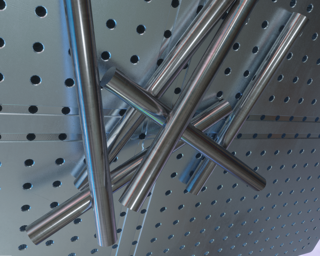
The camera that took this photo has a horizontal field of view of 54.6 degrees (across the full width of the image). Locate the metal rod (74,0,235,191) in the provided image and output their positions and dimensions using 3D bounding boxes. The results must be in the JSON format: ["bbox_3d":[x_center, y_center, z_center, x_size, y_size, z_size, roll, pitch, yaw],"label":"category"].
[{"bbox_3d":[-0.011,-0.041,0.378,0.025,0.025,0.299,31,101,-38],"label":"metal rod"}]

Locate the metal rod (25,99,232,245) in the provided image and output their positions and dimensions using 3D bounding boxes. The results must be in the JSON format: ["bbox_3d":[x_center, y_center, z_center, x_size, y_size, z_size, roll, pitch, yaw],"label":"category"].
[{"bbox_3d":[-0.027,0.047,0.402,0.301,0.025,0.025,-33,129,-16],"label":"metal rod"}]

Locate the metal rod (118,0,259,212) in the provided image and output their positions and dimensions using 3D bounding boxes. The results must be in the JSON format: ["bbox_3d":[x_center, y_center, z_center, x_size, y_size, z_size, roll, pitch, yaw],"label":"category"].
[{"bbox_3d":[0.041,-0.044,0.352,0.025,0.025,0.300,35,82,-39],"label":"metal rod"}]

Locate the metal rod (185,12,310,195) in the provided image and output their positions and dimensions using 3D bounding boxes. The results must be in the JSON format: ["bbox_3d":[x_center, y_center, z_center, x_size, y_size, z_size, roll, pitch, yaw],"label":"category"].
[{"bbox_3d":[0.121,-0.025,0.460,0.025,0.025,0.299,18,109,-35],"label":"metal rod"}]

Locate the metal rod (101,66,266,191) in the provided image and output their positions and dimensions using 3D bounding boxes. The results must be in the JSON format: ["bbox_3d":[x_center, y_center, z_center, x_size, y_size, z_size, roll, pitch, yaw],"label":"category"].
[{"bbox_3d":[0.051,0.017,0.404,0.301,0.025,0.025,34,99,-33],"label":"metal rod"}]

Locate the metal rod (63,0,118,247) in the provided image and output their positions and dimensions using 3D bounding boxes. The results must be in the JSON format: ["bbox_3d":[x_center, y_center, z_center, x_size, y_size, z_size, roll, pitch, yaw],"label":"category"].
[{"bbox_3d":[-0.072,-0.003,0.330,0.025,0.025,0.298,-11,111,-22],"label":"metal rod"}]
